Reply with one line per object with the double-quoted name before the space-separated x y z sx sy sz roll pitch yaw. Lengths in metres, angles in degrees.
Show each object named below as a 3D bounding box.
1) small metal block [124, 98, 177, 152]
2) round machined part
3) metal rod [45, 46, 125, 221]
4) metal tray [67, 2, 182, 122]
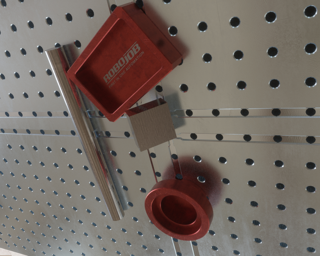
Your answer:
"small metal block" -0.011 -0.005 0.395 0.050 0.025 0.050 -21 115 -12
"round machined part" 0.031 0.114 0.453 0.098 0.042 0.097 13 124 20
"metal rod" -0.109 0.023 0.480 0.025 0.025 0.298 -1 118 28
"metal tray" -0.048 -0.076 0.384 0.090 0.030 0.129 48 128 -6
